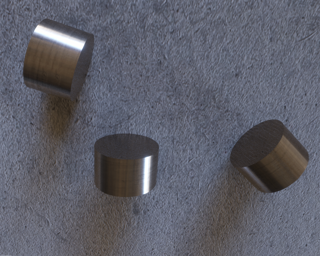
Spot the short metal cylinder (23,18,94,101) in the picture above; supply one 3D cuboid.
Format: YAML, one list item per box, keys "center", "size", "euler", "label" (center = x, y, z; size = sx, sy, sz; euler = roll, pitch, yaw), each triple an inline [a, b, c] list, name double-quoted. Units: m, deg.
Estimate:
- center: [-0.112, -0.076, 0.351]
  size: [0.050, 0.080, 0.079]
  euler: [18, 109, -7]
  label: "short metal cylinder"

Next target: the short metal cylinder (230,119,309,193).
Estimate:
- center: [0.137, 0.035, 0.394]
  size: [0.080, 0.080, 0.050]
  euler: [-42, 105, 14]
  label: "short metal cylinder"

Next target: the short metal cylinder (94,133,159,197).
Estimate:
- center: [-0.043, 0.045, 0.396]
  size: [0.081, 0.080, 0.050]
  euler: [4, 110, -2]
  label: "short metal cylinder"
